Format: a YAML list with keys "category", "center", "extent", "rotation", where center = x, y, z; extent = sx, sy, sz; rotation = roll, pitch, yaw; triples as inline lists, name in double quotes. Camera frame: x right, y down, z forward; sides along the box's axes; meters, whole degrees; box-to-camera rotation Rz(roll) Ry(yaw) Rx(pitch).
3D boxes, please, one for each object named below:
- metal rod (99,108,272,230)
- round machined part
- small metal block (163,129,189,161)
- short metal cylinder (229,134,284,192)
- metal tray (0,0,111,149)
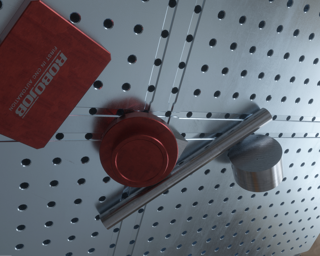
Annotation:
- category: "metal rod"
  center: [0.044, 0.058, 0.473]
  extent: [0.301, 0.025, 0.025]
  rotation: [-32, 129, -8]
- category: "round machined part"
  center: [-0.026, 0.032, 0.386]
  extent: [0.099, 0.042, 0.097]
  rotation: [-2, 110, -5]
- category: "small metal block"
  center: [0.003, 0.029, 0.432]
  extent: [0.050, 0.025, 0.050]
  rotation: [18, 109, -36]
- category: "short metal cylinder"
  center: [0.155, 0.056, 0.498]
  extent: [0.080, 0.080, 0.050]
  rotation: [-29, 129, -10]
- category: "metal tray"
  center: [-0.124, -0.050, 0.310]
  extent: [0.090, 0.030, 0.130]
  rotation: [33, 100, -39]
